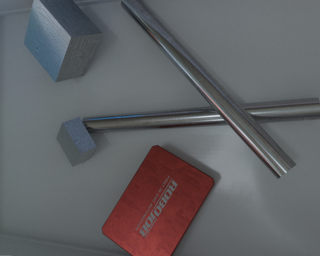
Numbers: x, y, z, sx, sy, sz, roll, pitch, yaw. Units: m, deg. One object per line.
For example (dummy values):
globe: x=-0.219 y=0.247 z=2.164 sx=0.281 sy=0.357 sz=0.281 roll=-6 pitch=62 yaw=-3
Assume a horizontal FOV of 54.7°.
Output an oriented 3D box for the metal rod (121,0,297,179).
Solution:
metal rod: x=0.045 y=-0.064 z=0.374 sx=0.025 sy=0.025 sz=0.300 roll=-44 pitch=70 yaw=14

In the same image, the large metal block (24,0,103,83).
large metal block: x=-0.136 y=-0.123 z=0.427 sx=0.080 sy=0.050 sz=0.080 roll=49 pitch=132 yaw=13

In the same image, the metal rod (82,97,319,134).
metal rod: x=0.036 y=-0.013 z=0.397 sx=0.301 sy=0.025 sz=0.025 roll=-4 pitch=89 yaw=19

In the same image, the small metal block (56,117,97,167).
small metal block: x=-0.119 y=0.020 z=0.438 sx=0.050 sy=0.025 sz=0.050 roll=57 pitch=143 yaw=11

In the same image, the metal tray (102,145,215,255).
metal tray: x=-0.001 y=0.099 z=0.391 sx=0.090 sy=0.030 sz=0.130 roll=30 pitch=85 yaw=17
